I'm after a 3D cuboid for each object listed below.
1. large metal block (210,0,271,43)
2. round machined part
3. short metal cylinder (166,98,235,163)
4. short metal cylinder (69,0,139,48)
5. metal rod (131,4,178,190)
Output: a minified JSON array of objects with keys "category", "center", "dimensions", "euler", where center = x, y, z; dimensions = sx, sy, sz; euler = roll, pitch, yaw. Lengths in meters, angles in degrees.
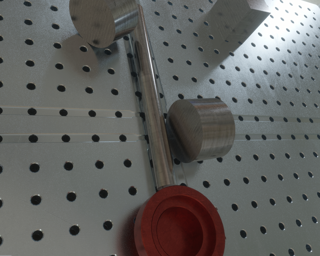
[{"category":"large metal block","center":[0.150,-0.222,0.589],"dimensions":[0.050,0.080,0.080],"euler":[-2,63,-29]},{"category":"round machined part","center":[0.018,0.116,0.336],"dimensions":[0.099,0.042,0.098],"euler":[14,56,-21]},{"category":"short metal cylinder","center":[0.050,0.002,0.398],"dimensions":[0.050,0.080,0.080],"euler":[-5,65,-31]},{"category":"short metal cylinder","center":[-0.077,-0.158,0.428],"dimensions":[0.080,0.080,0.050],"euler":[43,51,1]},{"category":"metal rod","center":[-0.016,-0.060,0.436],"dimensions":[0.025,0.025,0.299],"euler":[4,60,-26]}]
